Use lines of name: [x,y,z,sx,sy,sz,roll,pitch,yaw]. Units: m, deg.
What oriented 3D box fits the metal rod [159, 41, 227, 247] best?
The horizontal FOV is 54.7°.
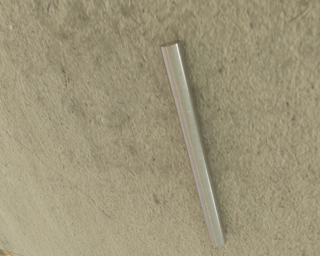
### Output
metal rod: [0.049,0.037,0.402,0.025,0.025,0.298,-2,118,29]
